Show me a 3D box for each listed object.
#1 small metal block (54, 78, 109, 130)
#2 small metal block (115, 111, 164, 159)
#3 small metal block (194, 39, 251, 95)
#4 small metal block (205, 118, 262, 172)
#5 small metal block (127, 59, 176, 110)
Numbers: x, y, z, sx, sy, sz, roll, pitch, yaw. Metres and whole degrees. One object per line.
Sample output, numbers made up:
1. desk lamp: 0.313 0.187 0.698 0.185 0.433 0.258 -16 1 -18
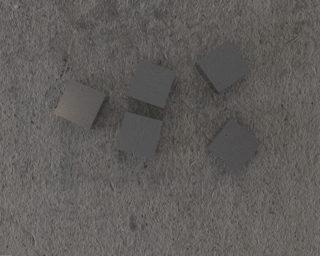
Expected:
1. small metal block: -0.103 -0.031 0.409 0.050 0.025 0.050 25 90 0
2. small metal block: -0.026 0.009 0.410 0.050 0.025 0.050 15 90 0
3. small metal block: 0.082 -0.080 0.410 0.050 0.025 0.050 -35 90 0
4. small metal block: 0.096 0.022 0.411 0.050 0.025 0.050 38 90 0
5. small metal block: -0.011 -0.057 0.410 0.050 0.025 0.050 19 90 0
